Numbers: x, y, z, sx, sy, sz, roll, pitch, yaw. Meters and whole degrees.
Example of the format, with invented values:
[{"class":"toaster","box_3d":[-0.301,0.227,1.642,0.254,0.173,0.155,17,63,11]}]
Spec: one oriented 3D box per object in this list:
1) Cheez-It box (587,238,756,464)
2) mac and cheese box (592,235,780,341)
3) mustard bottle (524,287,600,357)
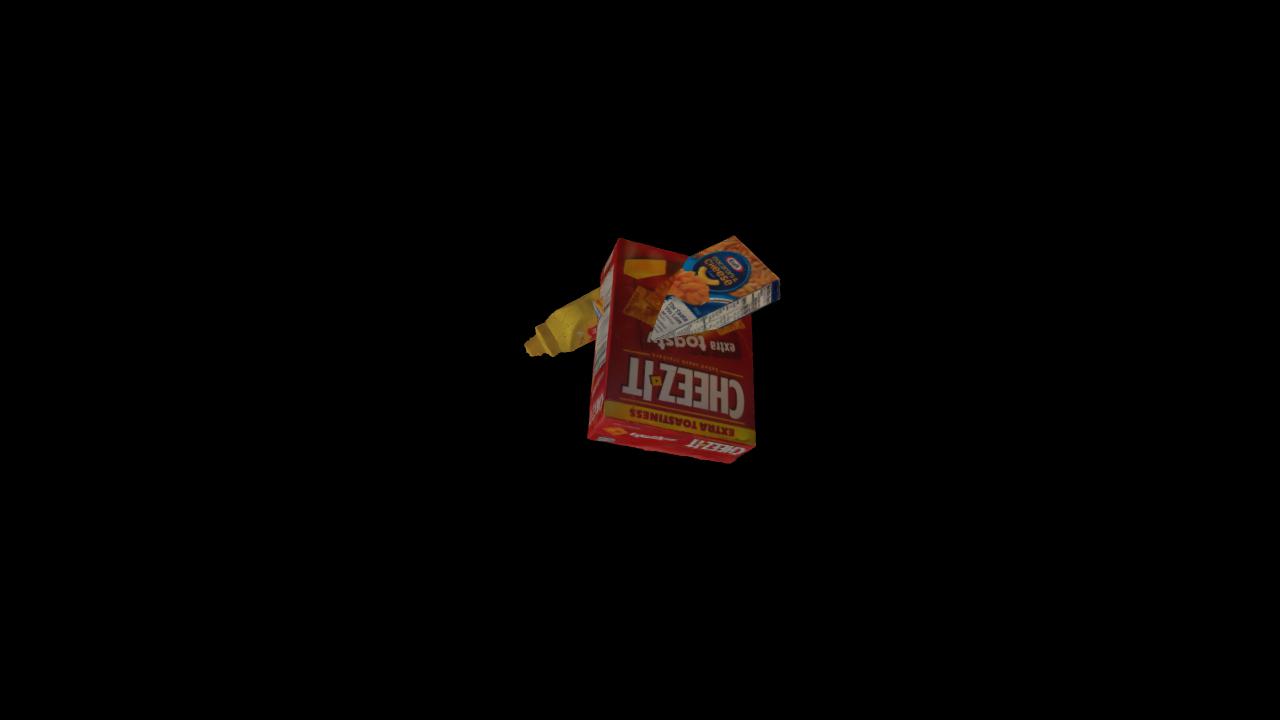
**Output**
[{"class":"Cheez-It box","box_3d":[0.036,-0.011,0.669,0.166,0.223,0.071,12,-30,-15]},{"class":"mac and cheese box","box_3d":[0.050,-0.065,0.675,0.184,0.041,0.093,-27,50,-11]},{"class":"mustard bottle","box_3d":[-0.057,-0.054,0.753,0.184,0.054,0.092,-29,-7,-10]}]
